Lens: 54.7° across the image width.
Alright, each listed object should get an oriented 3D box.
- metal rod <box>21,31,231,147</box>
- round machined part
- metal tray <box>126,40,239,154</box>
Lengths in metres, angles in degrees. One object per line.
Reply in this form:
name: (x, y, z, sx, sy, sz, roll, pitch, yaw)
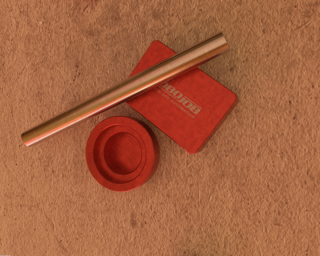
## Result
metal rod: (-0.057, -0.041, 0.395, 0.300, 0.025, 0.025, -24, 83, 18)
round machined part: (-0.046, 0.033, 0.415, 0.098, 0.042, 0.097, 0, 90, 19)
metal tray: (0.022, -0.040, 0.398, 0.130, 0.030, 0.090, 39, 102, 15)
